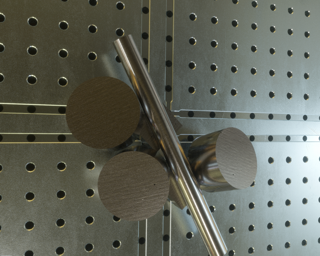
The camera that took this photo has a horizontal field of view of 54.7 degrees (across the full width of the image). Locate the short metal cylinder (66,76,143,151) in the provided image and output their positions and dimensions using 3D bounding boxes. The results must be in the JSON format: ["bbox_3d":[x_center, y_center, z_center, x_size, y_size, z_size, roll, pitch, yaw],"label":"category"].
[{"bbox_3d":[-0.061,-0.014,0.358,0.081,0.050,0.080,0,82,1],"label":"short metal cylinder"}]

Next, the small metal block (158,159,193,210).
[{"bbox_3d":[0.028,0.073,0.419,0.050,0.025,0.050,-42,104,-15],"label":"small metal block"}]

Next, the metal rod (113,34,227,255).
[{"bbox_3d":[0.016,0.029,0.388,0.025,0.025,0.299,-27,99,-18],"label":"metal rod"}]

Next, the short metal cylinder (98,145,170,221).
[{"bbox_3d":[-0.029,0.063,0.371,0.080,0.050,0.079,0,94,2],"label":"short metal cylinder"}]

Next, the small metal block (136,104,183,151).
[{"bbox_3d":[-0.008,-0.004,0.406,0.050,0.025,0.050,-45,104,-14],"label":"small metal block"}]

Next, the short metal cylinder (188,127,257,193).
[{"bbox_3d":[0.084,0.044,0.413,0.081,0.050,0.080,13,67,-35],"label":"short metal cylinder"}]
